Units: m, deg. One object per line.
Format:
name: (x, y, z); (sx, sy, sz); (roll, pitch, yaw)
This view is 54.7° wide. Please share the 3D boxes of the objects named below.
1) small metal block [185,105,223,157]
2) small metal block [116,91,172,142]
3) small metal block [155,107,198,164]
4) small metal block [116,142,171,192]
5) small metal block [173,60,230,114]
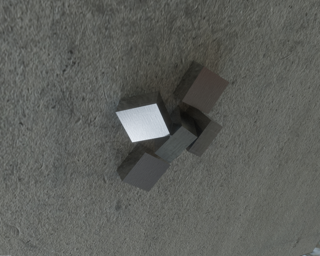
small metal block: (0.048, 0.003, 0.419); (0.025, 0.050, 0.050); (27, 103, -38)
small metal block: (-0.018, -0.013, 0.374); (0.050, 0.025, 0.050); (-11, 129, 17)
small metal block: (0.019, 0.009, 0.396); (0.025, 0.050, 0.050); (36, 113, -19)
small metal block: (-0.023, 0.055, 0.428); (0.050, 0.025, 0.050); (32, 101, -38)
small metal block: (0.054, -0.052, 0.404); (0.050, 0.025, 0.050); (22, 107, -36)
